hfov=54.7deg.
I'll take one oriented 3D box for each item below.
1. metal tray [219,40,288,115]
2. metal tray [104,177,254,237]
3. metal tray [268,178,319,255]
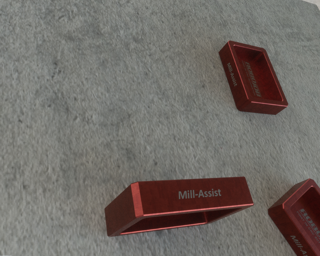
[{"bbox_3d":[0.162,-0.089,0.544,0.091,0.030,0.130,4,60,-27],"label":"metal tray"},{"bbox_3d":[0.018,0.082,0.323,0.131,0.090,0.030,2,61,-27],"label":"metal tray"},{"bbox_3d":[0.221,0.147,0.432,0.091,0.030,0.130,-24,75,-37],"label":"metal tray"}]
